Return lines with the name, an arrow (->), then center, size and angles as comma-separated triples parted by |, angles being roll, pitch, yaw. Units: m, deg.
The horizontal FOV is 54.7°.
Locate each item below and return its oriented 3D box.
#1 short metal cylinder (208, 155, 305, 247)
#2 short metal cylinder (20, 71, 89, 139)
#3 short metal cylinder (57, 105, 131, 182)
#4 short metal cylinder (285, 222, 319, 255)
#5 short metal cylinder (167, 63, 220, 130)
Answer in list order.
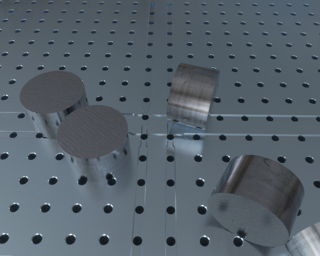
short metal cylinder -> 0.096, 0.073, 0.311 | 0.080, 0.080, 0.050 | 25, 55, 20
short metal cylinder -> -0.138, -0.032, 0.417 | 0.081, 0.050, 0.080 | 0, 50, 0
short metal cylinder -> -0.077, 0.018, 0.376 | 0.081, 0.050, 0.080 | 0, 50, 0
short metal cylinder -> 0.162, 0.115, 0.276 | 0.081, 0.080, 0.050 | -11, 51, -9
short metal cylinder -> 0.045, -0.041, 0.407 | 0.050, 0.080, 0.080 | 14, 51, 11
